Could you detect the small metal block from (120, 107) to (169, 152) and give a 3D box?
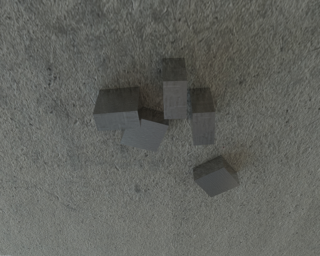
[{"bbox_3d":[-0.021,0.001,0.407,0.050,0.025,0.050,14,129,-13],"label":"small metal block"}]

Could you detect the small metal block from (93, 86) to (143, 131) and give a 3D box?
[{"bbox_3d":[-0.049,-0.024,0.370,0.050,0.050,0.025,-4,130,4],"label":"small metal block"}]

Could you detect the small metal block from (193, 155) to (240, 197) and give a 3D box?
[{"bbox_3d":[0.085,0.074,0.471,0.050,0.025,0.050,-29,125,22],"label":"small metal block"}]

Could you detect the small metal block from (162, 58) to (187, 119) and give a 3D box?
[{"bbox_3d":[0.016,-0.045,0.352,0.025,0.050,0.050,-2,130,1],"label":"small metal block"}]

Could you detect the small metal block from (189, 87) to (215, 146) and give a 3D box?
[{"bbox_3d":[0.051,-0.014,0.379,0.025,0.050,0.050,-4,130,3],"label":"small metal block"}]
